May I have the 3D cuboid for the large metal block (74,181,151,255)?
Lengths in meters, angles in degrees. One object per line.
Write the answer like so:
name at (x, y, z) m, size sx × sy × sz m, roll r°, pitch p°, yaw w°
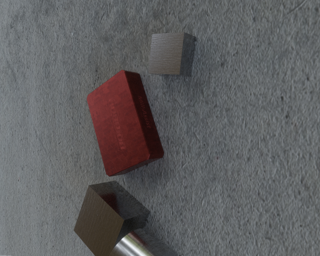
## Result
large metal block at (-0.071, 0.134, 0.445) m, size 0.080 × 0.050 × 0.079 m, roll 33°, pitch 110°, yaw 35°

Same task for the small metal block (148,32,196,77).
small metal block at (0.015, -0.092, 0.391) m, size 0.050 × 0.025 × 0.050 m, roll 10°, pitch 97°, yaw 39°

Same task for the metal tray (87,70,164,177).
metal tray at (-0.053, -0.005, 0.443) m, size 0.090 × 0.030 × 0.129 m, roll -28°, pitch 73°, yaw 36°

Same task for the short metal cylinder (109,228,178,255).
short metal cylinder at (-0.023, 0.174, 0.386) m, size 0.050 × 0.081 × 0.079 m, roll 27°, pitch 107°, yaw 36°
